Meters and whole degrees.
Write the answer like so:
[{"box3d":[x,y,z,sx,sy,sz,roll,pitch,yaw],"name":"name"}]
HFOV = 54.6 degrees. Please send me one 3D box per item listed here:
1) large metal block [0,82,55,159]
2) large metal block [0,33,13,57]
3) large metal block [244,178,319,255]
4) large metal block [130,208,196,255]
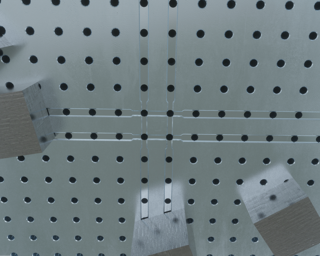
[{"box3d":[-0.192,-0.009,0.395,0.080,0.050,0.080,-9,110,3],"name":"large metal block"},{"box3d":[-0.241,-0.100,0.362,0.080,0.050,0.080,-38,106,13],"name":"large metal block"},{"box3d":[0.183,0.133,0.450,0.080,0.050,0.080,-31,107,11],"name":"large metal block"},{"box3d":[0.007,0.169,0.446,0.080,0.080,0.050,-17,109,6],"name":"large metal block"}]
